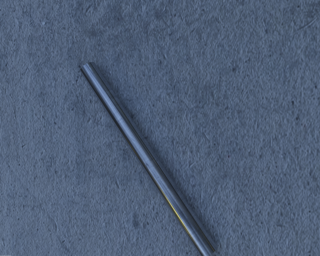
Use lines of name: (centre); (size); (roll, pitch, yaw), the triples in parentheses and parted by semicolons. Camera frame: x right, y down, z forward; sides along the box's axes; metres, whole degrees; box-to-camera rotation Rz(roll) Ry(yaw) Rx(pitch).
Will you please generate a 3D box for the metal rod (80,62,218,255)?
metal rod: (-0.021, 0.034, 0.416); (0.025, 0.025, 0.299); (-38, 78, 16)
